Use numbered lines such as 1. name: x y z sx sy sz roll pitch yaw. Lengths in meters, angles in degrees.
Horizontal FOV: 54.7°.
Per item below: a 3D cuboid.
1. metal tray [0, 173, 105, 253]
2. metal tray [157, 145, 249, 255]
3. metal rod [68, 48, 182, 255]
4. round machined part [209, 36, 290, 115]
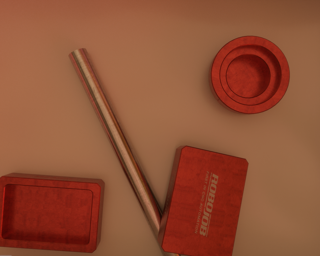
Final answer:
1. metal tray: -0.143 0.110 0.407 0.131 0.030 0.089 4 90 -1
2. metal tray: 0.055 0.094 0.396 0.091 0.030 0.129 13 83 -9
3. metal rod: -0.045 0.036 0.410 0.025 0.025 0.299 -25 90 0
4. round machined part: 0.112 -0.066 0.404 0.099 0.042 0.097 0 90 -1
